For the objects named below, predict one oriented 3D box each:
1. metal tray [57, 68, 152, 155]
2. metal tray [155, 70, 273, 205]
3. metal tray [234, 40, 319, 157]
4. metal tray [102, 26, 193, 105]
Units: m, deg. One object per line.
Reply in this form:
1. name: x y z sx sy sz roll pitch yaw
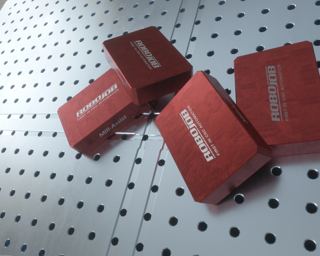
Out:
1. metal tray: -0.087 -0.032 0.472 0.130 0.030 0.090 -37 51 3
2. metal tray: 0.053 0.008 0.352 0.090 0.030 0.130 -48 47 24
3. metal tray: 0.135 -0.033 0.355 0.090 0.030 0.130 -9 58 23
4. metal tray: -0.021 -0.097 0.455 0.091 0.030 0.130 -22 50 -14
